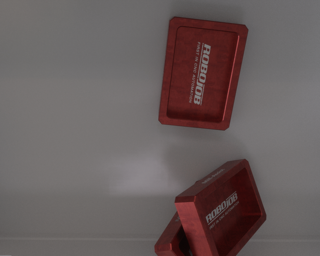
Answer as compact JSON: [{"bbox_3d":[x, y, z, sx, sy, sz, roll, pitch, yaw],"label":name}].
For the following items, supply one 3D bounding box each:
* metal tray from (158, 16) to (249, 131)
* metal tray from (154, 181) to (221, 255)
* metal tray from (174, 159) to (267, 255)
[{"bbox_3d":[0.049,-0.066,0.384,0.091,0.030,0.129,6,110,-3],"label":"metal tray"},{"bbox_3d":[0.059,0.138,0.402,0.030,0.131,0.090,-30,101,43],"label":"metal tray"},{"bbox_3d":[0.081,0.102,0.386,0.030,0.131,0.090,-17,93,44],"label":"metal tray"}]
